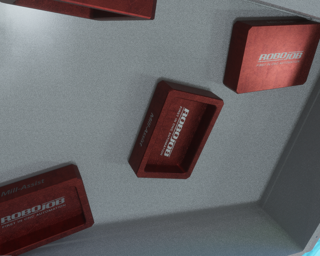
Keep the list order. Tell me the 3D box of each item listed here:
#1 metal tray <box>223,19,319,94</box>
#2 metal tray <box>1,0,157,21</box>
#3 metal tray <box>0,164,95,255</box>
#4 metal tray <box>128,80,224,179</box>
[{"bbox_3d":[0.156,-0.100,0.428,0.131,0.030,0.089,-10,123,-23],"label":"metal tray"},{"bbox_3d":[-0.069,-0.105,0.235,0.091,0.130,0.030,1,106,-29],"label":"metal tray"},{"bbox_3d":[-0.156,0.106,0.385,0.131,0.030,0.089,-17,126,-19],"label":"metal tray"},{"bbox_3d":[0.021,0.008,0.421,0.091,0.030,0.129,8,114,-32],"label":"metal tray"}]
